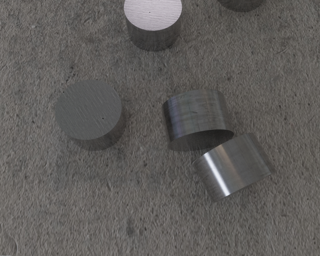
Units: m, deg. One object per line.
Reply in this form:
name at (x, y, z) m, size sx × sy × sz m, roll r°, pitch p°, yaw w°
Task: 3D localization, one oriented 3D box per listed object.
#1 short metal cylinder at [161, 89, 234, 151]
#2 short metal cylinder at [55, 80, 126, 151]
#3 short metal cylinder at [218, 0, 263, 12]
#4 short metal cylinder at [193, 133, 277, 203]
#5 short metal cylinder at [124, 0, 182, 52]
short metal cylinder at (0.045, -0.007, 0.382) m, size 0.081 × 0.080 × 0.050 m, roll -9°, pitch 71°, yaw -3°
short metal cylinder at (-0.087, -0.015, 0.400) m, size 0.081 × 0.050 × 0.080 m, roll 0°, pitch 70°, yaw 0°
short metal cylinder at (0.129, -0.229, 0.479) m, size 0.081 × 0.050 × 0.080 m, roll 0°, pitch 70°, yaw 0°
short metal cylinder at (0.086, 0.047, 0.362) m, size 0.080 × 0.080 × 0.050 m, roll -24°, pitch 72°, yaw -8°
short metal cylinder at (-0.010, -0.160, 0.453) m, size 0.081 × 0.050 × 0.080 m, roll 0°, pitch 70°, yaw 0°
